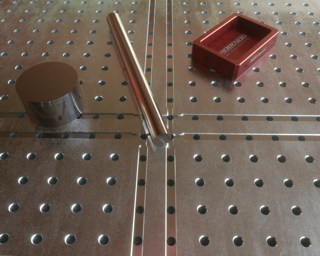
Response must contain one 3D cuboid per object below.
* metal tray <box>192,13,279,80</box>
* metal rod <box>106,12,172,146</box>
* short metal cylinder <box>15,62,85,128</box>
[{"bbox_3d":[0.127,-0.143,0.524,0.090,0.030,0.131,35,58,25],"label":"metal tray"},{"bbox_3d":[-0.042,-0.094,0.486,0.025,0.025,0.300,-14,51,-11],"label":"metal rod"},{"bbox_3d":[-0.150,-0.047,0.430,0.080,0.050,0.080,0,50,0],"label":"short metal cylinder"}]
